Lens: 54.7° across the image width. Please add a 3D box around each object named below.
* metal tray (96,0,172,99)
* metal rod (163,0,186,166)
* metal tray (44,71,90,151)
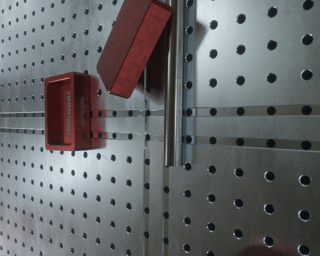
[{"bbox_3d":[-0.040,-0.116,0.416,0.129,0.030,0.090,-61,34,22],"label":"metal tray"},{"bbox_3d":[0.019,-0.102,0.391,0.025,0.025,0.298,2,91,39],"label":"metal rod"},{"bbox_3d":[-0.162,-0.026,0.536,0.090,0.030,0.129,-2,89,39],"label":"metal tray"}]
